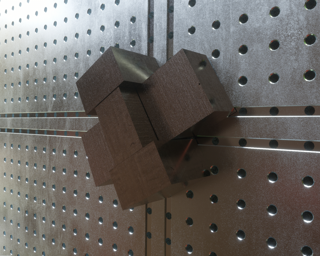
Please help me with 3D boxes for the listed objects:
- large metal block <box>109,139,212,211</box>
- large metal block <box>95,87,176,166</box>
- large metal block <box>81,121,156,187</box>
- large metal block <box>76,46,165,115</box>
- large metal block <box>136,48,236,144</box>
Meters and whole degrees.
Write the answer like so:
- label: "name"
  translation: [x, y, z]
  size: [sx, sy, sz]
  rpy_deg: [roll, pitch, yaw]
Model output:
- label: "large metal block"
  translation: [0.001, 0.054, 0.374]
  size: [0.080, 0.081, 0.050]
  rpy_deg: [-35, 68, 34]
- label: "large metal block"
  translation: [-0.025, -0.002, 0.395]
  size: [0.050, 0.081, 0.080]
  rpy_deg: [-35, 68, 34]
- label: "large metal block"
  translation: [-0.060, 0.030, 0.445]
  size: [0.080, 0.050, 0.080]
  rpy_deg: [-33, 69, 35]
- label: "large metal block"
  translation: [-0.051, -0.058, 0.416]
  size: [0.080, 0.081, 0.050]
  rpy_deg: [-35, 68, 35]
- label: "large metal block"
  translation: [0.029, -0.034, 0.369]
  size: [0.080, 0.050, 0.080]
  rpy_deg: [-35, 70, 34]
